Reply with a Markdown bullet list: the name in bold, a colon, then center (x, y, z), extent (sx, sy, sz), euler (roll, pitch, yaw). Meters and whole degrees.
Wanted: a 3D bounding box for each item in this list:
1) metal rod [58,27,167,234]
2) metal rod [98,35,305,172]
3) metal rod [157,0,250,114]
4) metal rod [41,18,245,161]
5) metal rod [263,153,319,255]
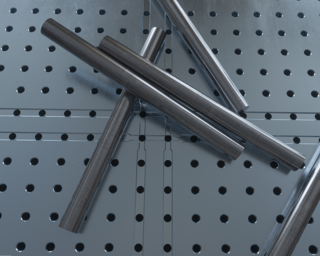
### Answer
- **metal rod**: center (-0.055, -0.011, 0.414), extent (0.025, 0.025, 0.300), euler (20, 71, 7)
- **metal rod**: center (0.051, -0.034, 0.408), extent (0.301, 0.025, 0.025), euler (32, 73, 4)
- **metal rod**: center (0.041, -0.147, 0.465), extent (0.025, 0.025, 0.299), euler (-27, 72, -10)
- **metal rod**: center (-0.023, -0.051, 0.405), extent (0.301, 0.025, 0.025), euler (33, 73, 1)
- **metal rod**: center (0.178, 0.093, 0.380), extent (0.025, 0.025, 0.300), euler (34, 73, 11)
